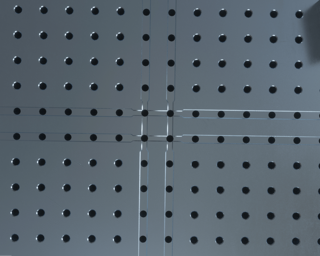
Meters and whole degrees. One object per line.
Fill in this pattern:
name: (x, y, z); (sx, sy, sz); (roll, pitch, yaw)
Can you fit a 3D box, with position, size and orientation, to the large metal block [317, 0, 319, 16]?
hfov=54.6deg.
large metal block: (0.263, -0.141, 0.402); (0.080, 0.050, 0.080); (-10, 90, 0)
